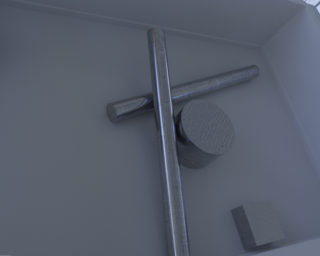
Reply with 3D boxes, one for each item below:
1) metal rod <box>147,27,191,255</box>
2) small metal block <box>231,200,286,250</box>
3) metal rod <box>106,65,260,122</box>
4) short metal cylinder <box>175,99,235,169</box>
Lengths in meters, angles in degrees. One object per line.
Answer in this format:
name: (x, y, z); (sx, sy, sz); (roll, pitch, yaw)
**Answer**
metal rod: (0.008, 0.005, 0.384); (0.025, 0.025, 0.299); (5, 67, -26)
small metal block: (0.126, 0.124, 0.400); (0.050, 0.025, 0.050); (-1, 62, -29)
metal rod: (0.055, -0.061, 0.474); (0.302, 0.025, 0.025); (-20, 73, -36)
short metal cylinder: (0.052, 0.009, 0.414); (0.081, 0.050, 0.080); (14, 56, -21)
